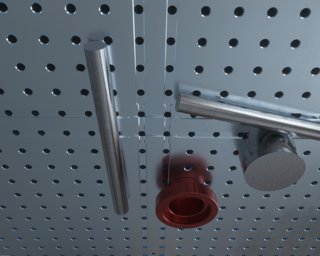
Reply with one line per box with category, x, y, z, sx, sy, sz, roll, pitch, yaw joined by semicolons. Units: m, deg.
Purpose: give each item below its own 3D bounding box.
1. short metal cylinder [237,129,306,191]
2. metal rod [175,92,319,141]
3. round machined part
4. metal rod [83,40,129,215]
short metal cylinder;0.154;0.044;0.435;0.081;0.050;0.079;-1;130;0
metal rod;0.168;-0.004;0.410;0.302;0.025;0.025;11;129;-10
round machined part;0.042;0.118;0.502;0.099;0.042;0.097;-1;130;0
metal rod;-0.068;0.024;0.431;0.025;0.025;0.298;-1;130;0
